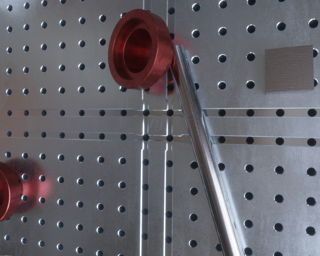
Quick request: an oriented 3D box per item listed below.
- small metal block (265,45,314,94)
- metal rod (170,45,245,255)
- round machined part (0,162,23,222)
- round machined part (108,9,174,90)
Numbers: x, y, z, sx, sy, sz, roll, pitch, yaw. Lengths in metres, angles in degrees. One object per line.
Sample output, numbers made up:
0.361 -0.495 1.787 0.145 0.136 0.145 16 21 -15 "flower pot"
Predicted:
0.149 -0.066 0.360 0.050 0.025 0.050 -1 90 20 "small metal block"
0.059 0.040 0.391 0.025 0.025 0.298 -17 84 19 "metal rod"
-0.262 0.101 0.496 0.098 0.042 0.097 0 90 20 "round machined part"
-0.021 -0.097 0.398 0.098 0.042 0.097 -1 89 45 "round machined part"
